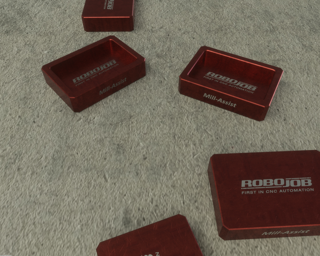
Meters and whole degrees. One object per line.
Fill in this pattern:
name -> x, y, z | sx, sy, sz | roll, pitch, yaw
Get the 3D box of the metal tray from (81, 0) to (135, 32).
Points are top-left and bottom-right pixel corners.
metal tray -> -0.095, -0.235, 0.596 | 0.091, 0.030, 0.130 | -1, 50, -1

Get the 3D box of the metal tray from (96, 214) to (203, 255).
metal tray -> 0.004, 0.152, 0.272 | 0.091, 0.030, 0.130 | -16, 52, -13

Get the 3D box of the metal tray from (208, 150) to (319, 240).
metal tray -> 0.125, 0.071, 0.341 | 0.131, 0.030, 0.090 | -2, 50, -2

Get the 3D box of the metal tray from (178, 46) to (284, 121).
metal tray -> 0.104, -0.070, 0.458 | 0.130, 0.030, 0.090 | 22, 53, 17

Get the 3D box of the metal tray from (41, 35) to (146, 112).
metal tray -> -0.098, -0.087, 0.471 | 0.131, 0.030, 0.090 | -34, 58, -25
